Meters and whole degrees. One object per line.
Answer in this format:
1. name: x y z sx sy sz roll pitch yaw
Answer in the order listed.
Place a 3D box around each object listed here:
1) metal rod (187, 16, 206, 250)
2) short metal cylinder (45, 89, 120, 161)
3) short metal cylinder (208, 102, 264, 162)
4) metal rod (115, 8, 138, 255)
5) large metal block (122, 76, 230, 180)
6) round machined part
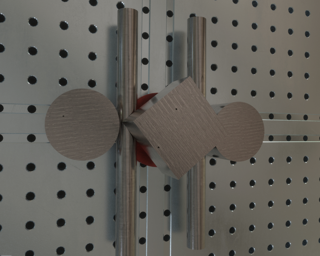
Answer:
1. metal rod: 0.048 0.007 0.408 0.025 0.025 0.298 0 90 -20
2. short metal cylinder: -0.093 -0.004 0.365 0.081 0.050 0.080 0 90 -20
3. short metal cylinder: 0.097 0.005 0.434 0.081 0.050 0.080 0 90 -20
4. metal rod: -0.040 0.008 0.375 0.025 0.025 0.298 1 90 -20
5. large metal block: 0.017 -0.001 0.355 0.080 0.050 0.080 -40 103 -16
6. round machined part: -0.001 0.003 0.404 0.099 0.042 0.097 0 90 -20
